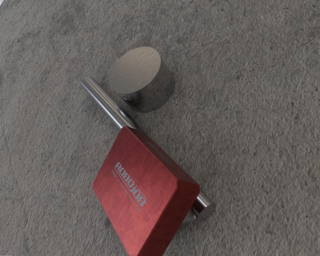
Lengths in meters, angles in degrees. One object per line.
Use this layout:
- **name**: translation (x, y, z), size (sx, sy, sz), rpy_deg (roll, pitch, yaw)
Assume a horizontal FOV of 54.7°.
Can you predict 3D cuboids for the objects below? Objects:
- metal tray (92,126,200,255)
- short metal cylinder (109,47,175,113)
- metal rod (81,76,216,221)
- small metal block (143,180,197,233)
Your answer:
- **metal tray**: translation (-0.023, 0.064, 0.337), size (0.130, 0.030, 0.090), rpy_deg (40, 105, 51)
- **short metal cylinder**: translation (-0.025, -0.068, 0.443), size (0.080, 0.050, 0.080), rpy_deg (-13, 56, 21)
- **metal rod**: translation (-0.035, 0.007, 0.417), size (0.025, 0.025, 0.300), rpy_deg (-44, 51, -2)
- **small metal block**: translation (0.005, 0.083, 0.332), size (0.050, 0.025, 0.050), rpy_deg (-37, 61, 35)
